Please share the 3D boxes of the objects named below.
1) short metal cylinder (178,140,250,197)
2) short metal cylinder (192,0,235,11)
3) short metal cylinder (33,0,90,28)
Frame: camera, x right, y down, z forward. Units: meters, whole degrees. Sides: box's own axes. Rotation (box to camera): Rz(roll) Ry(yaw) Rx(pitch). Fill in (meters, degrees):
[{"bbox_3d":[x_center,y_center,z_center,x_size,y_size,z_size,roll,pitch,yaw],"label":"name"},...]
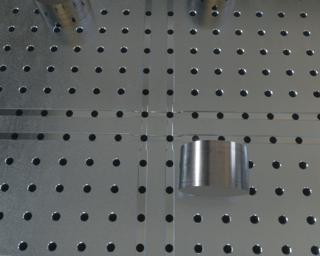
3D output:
[{"bbox_3d":[0.063,0.050,0.365,0.080,0.080,0.050,3,70,1],"label":"short metal cylinder"},{"bbox_3d":[0.086,-0.233,0.484,0.081,0.050,0.080,0,70,0],"label":"short metal cylinder"},{"bbox_3d":[-0.151,-0.202,0.471,0.081,0.050,0.080,0,70,0],"label":"short metal cylinder"}]
